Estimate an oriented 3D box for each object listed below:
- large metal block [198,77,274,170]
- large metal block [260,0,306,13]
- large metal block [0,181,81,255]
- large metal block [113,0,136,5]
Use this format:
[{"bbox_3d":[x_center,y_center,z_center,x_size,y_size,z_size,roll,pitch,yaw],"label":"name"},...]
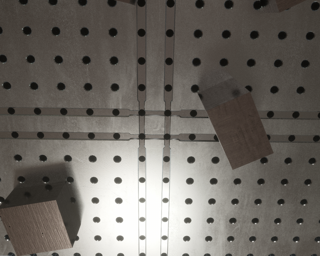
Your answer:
[{"bbox_3d":[0.090,-0.009,0.382,0.050,0.080,0.080,-24,109,8],"label":"large metal block"},{"bbox_3d":[0.146,-0.181,0.335,0.080,0.050,0.080,-24,109,8],"label":"large metal block"},{"bbox_3d":[-0.170,0.129,0.445,0.080,0.050,0.079,-10,110,3],"label":"large metal block"},{"bbox_3d":[-0.045,-0.175,0.319,0.050,0.080,0.079,12,110,-5],"label":"large metal block"}]
